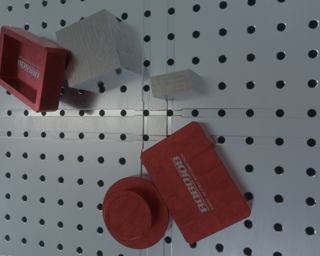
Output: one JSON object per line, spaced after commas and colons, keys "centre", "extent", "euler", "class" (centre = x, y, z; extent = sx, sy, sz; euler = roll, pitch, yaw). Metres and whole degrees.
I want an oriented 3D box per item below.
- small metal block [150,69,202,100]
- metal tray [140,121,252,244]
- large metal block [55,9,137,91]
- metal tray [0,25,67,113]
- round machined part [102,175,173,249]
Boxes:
{"centre": [0.022, -0.053, 0.392], "extent": [0.050, 0.050, 0.025], "euler": [-8, 87, 20], "class": "small metal block"}
{"centre": [0.044, 0.067, 0.394], "extent": [0.090, 0.030, 0.130], "euler": [-33, 80, 17], "class": "metal tray"}
{"centre": [-0.088, -0.104, 0.430], "extent": [0.080, 0.050, 0.080], "euler": [-17, 84, 19], "class": "large metal block"}
{"centre": [-0.190, -0.087, 0.447], "extent": [0.130, 0.030, 0.089], "euler": [30, 114, 34], "class": "metal tray"}
{"centre": [-0.035, 0.114, 0.416], "extent": [0.098, 0.042, 0.097], "euler": [0, 90, 19], "class": "round machined part"}
